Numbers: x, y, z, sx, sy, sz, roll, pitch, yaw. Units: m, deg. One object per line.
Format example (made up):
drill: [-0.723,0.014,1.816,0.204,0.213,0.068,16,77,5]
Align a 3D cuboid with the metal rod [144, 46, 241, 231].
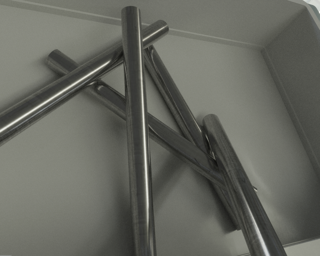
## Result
metal rod: [0.041,-0.003,0.431,0.025,0.025,0.299,-17,71,-35]

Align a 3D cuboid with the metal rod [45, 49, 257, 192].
metal rod: [-0.012,-0.002,0.384,0.301,0.025,0.025,35,51,1]

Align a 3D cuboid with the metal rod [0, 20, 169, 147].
metal rod: [-0.076,-0.070,0.369,0.025,0.025,0.301,43,49,1]

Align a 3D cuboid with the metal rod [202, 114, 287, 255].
metal rod: [0.079,0.055,0.322,0.025,0.025,0.300,25,22,-13]

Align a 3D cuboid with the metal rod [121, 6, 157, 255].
metal rod: [-0.026,-0.004,0.355,0.025,0.025,0.299,4,73,-27]
